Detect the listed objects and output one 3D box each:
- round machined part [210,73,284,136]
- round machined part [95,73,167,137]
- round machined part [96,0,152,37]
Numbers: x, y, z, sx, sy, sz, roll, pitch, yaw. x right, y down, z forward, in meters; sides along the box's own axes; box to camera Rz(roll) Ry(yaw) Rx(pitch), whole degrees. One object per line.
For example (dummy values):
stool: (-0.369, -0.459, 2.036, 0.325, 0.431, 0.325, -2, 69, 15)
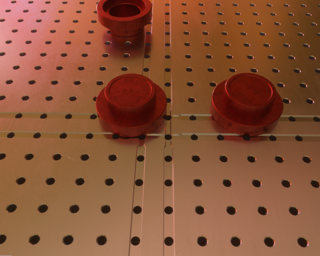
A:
round machined part: (0.122, -0.039, 0.431, 0.099, 0.042, 0.098, 0, 50, 0)
round machined part: (-0.040, -0.038, 0.428, 0.099, 0.042, 0.098, 0, 50, 0)
round machined part: (-0.064, -0.204, 0.567, 0.099, 0.042, 0.098, 0, 50, 0)
